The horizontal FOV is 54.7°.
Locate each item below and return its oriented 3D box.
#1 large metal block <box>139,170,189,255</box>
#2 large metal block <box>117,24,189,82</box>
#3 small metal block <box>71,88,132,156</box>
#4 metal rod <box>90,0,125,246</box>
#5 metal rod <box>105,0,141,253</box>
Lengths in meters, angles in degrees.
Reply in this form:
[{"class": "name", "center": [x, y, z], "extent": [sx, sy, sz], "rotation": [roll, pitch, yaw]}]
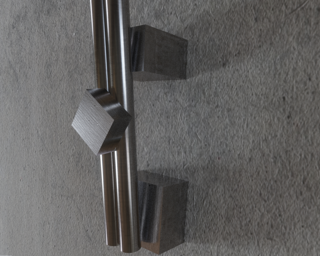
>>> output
[{"class": "large metal block", "center": [-0.013, 0.103, 0.400], "extent": [0.080, 0.050, 0.079], "rotation": [6, 94, 39]}, {"class": "large metal block", "center": [-0.021, -0.089, 0.389], "extent": [0.080, 0.081, 0.050], "rotation": [5, 93, 40]}, {"class": "small metal block", "center": [-0.063, -0.007, 0.331], "extent": [0.050, 0.025, 0.050], "rotation": [46, 123, 24]}, {"class": "metal rod", "center": [-0.060, -0.009, 0.361], "extent": [0.025, 0.025, 0.298], "rotation": [4, 100, 40]}, {"class": "metal rod", "center": [-0.040, -0.007, 0.345], "extent": [0.025, 0.025, 0.298], "rotation": [4, 100, 40]}]
